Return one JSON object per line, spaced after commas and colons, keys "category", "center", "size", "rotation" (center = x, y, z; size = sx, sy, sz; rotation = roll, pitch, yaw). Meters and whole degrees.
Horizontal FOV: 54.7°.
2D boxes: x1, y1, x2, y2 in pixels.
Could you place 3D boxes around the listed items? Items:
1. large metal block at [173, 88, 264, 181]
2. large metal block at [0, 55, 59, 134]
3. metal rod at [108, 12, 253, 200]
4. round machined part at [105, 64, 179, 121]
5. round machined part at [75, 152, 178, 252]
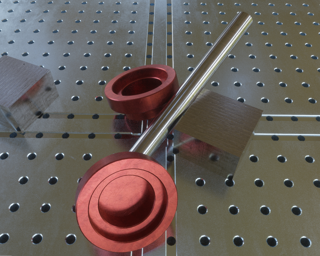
{"category": "large metal block", "center": [0.071, 0.006, 0.387], "size": [0.080, 0.050, 0.080], "rotation": [24, 54, 18]}
{"category": "large metal block", "center": [-0.204, -0.049, 0.431], "size": [0.080, 0.050, 0.080], "rotation": [20, 53, 15]}
{"category": "metal rod", "center": [0.030, -0.038, 0.386], "size": [0.025, 0.025, 0.300], "rotation": [30, 71, 23]}
{"category": "round machined part", "center": [-0.022, -0.046, 0.422], "size": [0.098, 0.042, 0.098], "rotation": [-11, 34, 8]}
{"category": "round machined part", "center": [-0.035, 0.070, 0.313], "size": [0.099, 0.097, 0.042], "rotation": [-17, 17, -14]}
